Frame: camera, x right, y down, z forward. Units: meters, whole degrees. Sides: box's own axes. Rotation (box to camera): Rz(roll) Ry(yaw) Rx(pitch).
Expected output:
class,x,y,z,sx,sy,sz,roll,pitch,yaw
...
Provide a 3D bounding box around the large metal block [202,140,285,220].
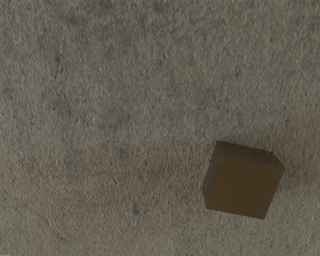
class,x,y,z,sx,sy,sz,roll,pitch,yaw
large metal block,0.110,0.070,0.423,0.080,0.050,0.079,12,110,-5
